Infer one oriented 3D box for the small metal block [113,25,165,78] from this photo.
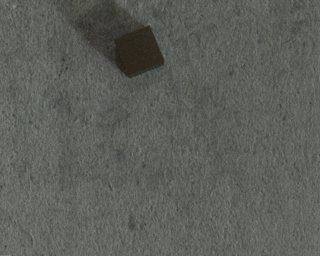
[{"bbox_3d":[-0.027,-0.100,0.410,0.050,0.025,0.050,-22,90,-1],"label":"small metal block"}]
